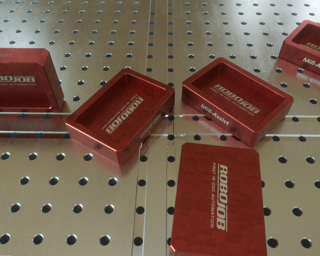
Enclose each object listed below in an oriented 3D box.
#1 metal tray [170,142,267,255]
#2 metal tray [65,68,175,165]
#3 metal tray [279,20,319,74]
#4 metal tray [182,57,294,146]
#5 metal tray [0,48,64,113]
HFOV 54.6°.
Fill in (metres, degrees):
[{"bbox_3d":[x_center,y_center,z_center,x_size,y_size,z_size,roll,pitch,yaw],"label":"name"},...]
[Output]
[{"bbox_3d":[0.063,0.079,0.338,0.090,0.030,0.130,6,50,5],"label":"metal tray"},{"bbox_3d":[-0.050,-0.022,0.422,0.090,0.030,0.130,26,55,20],"label":"metal tray"},{"bbox_3d":[0.278,-0.126,0.511,0.130,0.030,0.090,33,57,24],"label":"metal tray"},{"bbox_3d":[0.106,-0.043,0.440,0.090,0.030,0.130,-37,59,-27],"label":"metal tray"},{"bbox_3d":[-0.206,-0.062,0.416,0.131,0.090,0.030,0,50,0],"label":"metal tray"}]
